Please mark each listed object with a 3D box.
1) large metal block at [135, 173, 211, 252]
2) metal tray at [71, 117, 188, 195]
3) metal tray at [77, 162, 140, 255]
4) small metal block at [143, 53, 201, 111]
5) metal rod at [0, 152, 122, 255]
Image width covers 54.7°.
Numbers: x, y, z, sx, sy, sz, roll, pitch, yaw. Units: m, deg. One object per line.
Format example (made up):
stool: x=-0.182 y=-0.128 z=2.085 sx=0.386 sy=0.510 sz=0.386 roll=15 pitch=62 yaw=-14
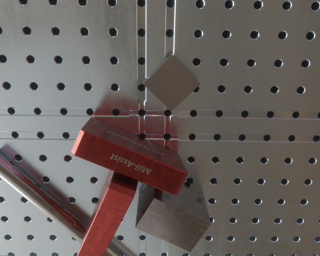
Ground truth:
large metal block: x=0.016 y=0.109 z=0.424 sx=0.080 sy=0.080 sz=0.050 roll=27 pitch=108 yaw=-10
metal tray: x=-0.036 y=0.032 z=0.387 sx=0.131 sy=0.090 sz=0.030 roll=23 pitch=98 yaw=-9
metal tray: x=-0.063 y=0.098 z=0.404 sx=0.030 sy=0.090 sz=0.129 roll=23 pitch=117 yaw=-7
small metal block: x=0.015 y=-0.058 z=0.392 sx=0.050 sy=0.025 sz=0.050 roll=43 pitch=104 yaw=-15
metal rod: x=-0.133 y=0.144 z=0.464 sx=0.025 sy=0.025 sz=0.300 roll=-40 pitch=106 yaw=13
